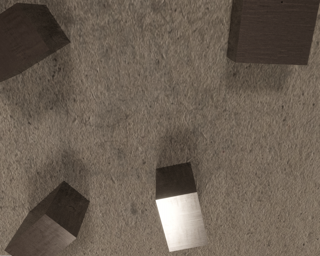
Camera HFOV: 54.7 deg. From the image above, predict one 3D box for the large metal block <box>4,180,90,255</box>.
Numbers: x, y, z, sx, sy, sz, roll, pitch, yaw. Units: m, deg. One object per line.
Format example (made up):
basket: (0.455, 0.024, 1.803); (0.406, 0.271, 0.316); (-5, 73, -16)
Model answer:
large metal block: (-0.151, 0.133, 0.427); (0.080, 0.080, 0.050); (-41, 105, 13)

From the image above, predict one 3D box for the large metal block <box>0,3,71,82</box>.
large metal block: (-0.158, -0.093, 0.344); (0.080, 0.080, 0.050); (-28, 108, 9)

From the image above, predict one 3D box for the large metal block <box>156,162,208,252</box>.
large metal block: (0.028, 0.103, 0.419); (0.050, 0.080, 0.079); (-12, 110, 4)

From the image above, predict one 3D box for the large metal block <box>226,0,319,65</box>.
large metal block: (0.126, -0.117, 0.355); (0.081, 0.050, 0.079); (2, 110, -1)
